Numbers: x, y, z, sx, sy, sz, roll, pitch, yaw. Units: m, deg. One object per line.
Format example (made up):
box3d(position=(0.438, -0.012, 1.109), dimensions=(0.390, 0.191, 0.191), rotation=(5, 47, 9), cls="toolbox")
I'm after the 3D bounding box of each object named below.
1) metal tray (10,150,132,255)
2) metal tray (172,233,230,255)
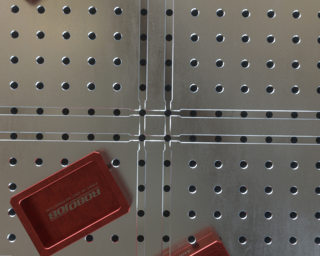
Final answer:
box3d(position=(-0.115, 0.098, 0.409), dimensions=(0.130, 0.030, 0.090), rotation=(-29, 90, -1), cls="metal tray")
box3d(position=(0.042, 0.213, 0.411), dimensions=(0.130, 0.030, 0.090), rotation=(-29, 90, -1), cls="metal tray")
